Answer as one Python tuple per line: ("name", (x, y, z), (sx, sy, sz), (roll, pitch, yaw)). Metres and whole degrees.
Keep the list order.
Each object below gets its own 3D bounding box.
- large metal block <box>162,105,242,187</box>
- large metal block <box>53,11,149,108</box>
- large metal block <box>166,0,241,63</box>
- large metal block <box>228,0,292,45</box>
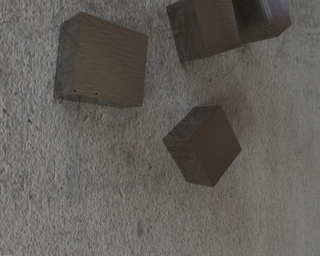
("large metal block", (0.062, 0.024, 0.440), (0.080, 0.050, 0.080), (-44, 117, -31))
("large metal block", (-0.063, -0.067, 0.335), (0.081, 0.050, 0.080), (8, 85, -40))
("large metal block", (0.064, -0.144, 0.441), (0.081, 0.050, 0.080), (-25, 106, -37))
("large metal block", (0.151, -0.185, 0.495), (0.050, 0.080, 0.080), (-41, 115, -32))
